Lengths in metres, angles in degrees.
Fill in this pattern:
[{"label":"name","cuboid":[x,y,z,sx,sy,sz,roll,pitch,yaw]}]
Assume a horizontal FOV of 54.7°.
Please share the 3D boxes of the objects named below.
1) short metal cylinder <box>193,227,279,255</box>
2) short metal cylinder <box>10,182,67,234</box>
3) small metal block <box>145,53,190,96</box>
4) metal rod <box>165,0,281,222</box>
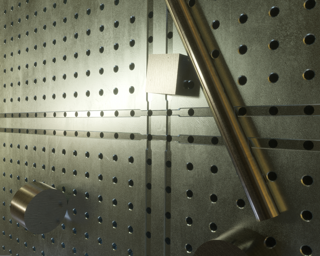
[{"label":"short metal cylinder","cuboid":[0.080,0.152,0.327,0.080,0.050,0.080,0,90,40]},{"label":"short metal cylinder","cuboid":[-0.214,0.141,0.551,0.050,0.081,0.079,10,97,39]},{"label":"small metal block","cuboid":[0.010,-0.069,0.401,0.050,0.025,0.050,9,96,39]},{"label":"metal rod","cuboid":[0.062,-0.044,0.357,0.025,0.025,0.299,-31,71,35]}]
